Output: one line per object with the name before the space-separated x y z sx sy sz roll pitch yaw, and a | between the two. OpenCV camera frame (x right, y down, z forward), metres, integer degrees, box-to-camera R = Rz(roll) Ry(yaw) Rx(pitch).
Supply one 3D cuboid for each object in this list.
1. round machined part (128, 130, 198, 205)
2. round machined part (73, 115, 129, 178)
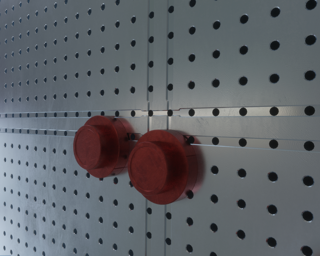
round machined part | -0.004 0.051 0.402 0.098 0.042 0.097 0 90 40
round machined part | -0.097 0.029 0.480 0.098 0.042 0.097 0 90 40
